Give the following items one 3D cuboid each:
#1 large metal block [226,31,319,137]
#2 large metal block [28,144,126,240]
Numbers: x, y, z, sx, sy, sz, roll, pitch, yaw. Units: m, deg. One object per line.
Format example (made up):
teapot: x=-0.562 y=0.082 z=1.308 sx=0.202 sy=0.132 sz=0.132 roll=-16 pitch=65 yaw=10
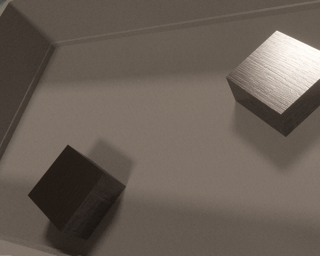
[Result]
large metal block: x=0.137 y=-0.051 z=0.349 sx=0.080 sy=0.050 sz=0.080 roll=-43 pitch=51 yaw=-2
large metal block: x=-0.105 y=0.080 z=0.394 sx=0.080 sy=0.050 sz=0.080 roll=28 pitch=77 yaw=37
